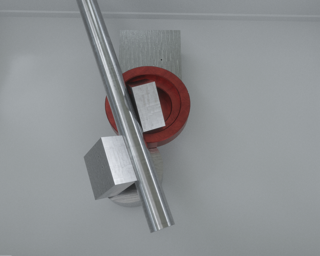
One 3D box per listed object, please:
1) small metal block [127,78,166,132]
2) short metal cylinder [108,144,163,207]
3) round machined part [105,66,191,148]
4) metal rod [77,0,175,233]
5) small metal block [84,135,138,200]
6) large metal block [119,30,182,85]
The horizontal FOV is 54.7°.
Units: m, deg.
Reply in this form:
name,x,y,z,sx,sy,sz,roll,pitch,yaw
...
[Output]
name,x,y,z,sx,sy,sz,roll,pitch,yaw
small metal block,-0.017,-0.028,0.354,0.025,0.050,0.050,-16,106,-10
short metal cylinder,-0.037,0.053,0.376,0.081,0.050,0.080,0,70,0
round machined part,-0.014,-0.022,0.376,0.099,0.042,0.098,0,70,-1
metal rod,-0.046,-0.036,0.346,0.025,0.025,0.299,-18,71,-7
small metal block,-0.053,0.042,0.324,0.025,0.050,0.050,-5,65,-38
large metal block,-0.013,-0.085,0.424,0.081,0.050,0.080,0,70,-1
